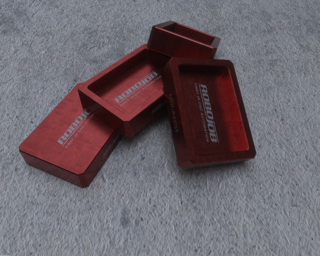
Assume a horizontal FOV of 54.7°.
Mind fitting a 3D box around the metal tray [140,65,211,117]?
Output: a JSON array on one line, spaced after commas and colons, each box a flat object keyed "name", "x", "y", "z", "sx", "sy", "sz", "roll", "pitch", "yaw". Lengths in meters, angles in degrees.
[{"name": "metal tray", "x": 0.033, "y": -0.070, "z": 0.460, "sx": 0.130, "sy": 0.030, "sz": 0.090, "roll": 21, "pitch": 53, "yaw": 16}]

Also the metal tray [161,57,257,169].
[{"name": "metal tray", "x": 0.057, "y": -0.020, "z": 0.375, "sx": 0.091, "sy": 0.030, "sz": 0.129, "roll": -3, "pitch": 72, "yaw": -24}]

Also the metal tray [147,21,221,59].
[{"name": "metal tray", "x": 0.041, "y": -0.129, "z": 0.466, "sx": 0.090, "sy": 0.030, "sz": 0.130, "roll": 21, "pitch": 25, "yaw": 4}]

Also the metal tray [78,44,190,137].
[{"name": "metal tray", "x": -0.028, "y": -0.055, "z": 0.408, "sx": 0.090, "sy": 0.030, "sz": 0.131, "roll": 34, "pitch": 57, "yaw": 25}]

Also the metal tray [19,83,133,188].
[{"name": "metal tray", "x": -0.099, "y": 0.003, "z": 0.397, "sx": 0.090, "sy": 0.030, "sz": 0.130, "roll": 19, "pitch": 52, "yaw": 15}]
